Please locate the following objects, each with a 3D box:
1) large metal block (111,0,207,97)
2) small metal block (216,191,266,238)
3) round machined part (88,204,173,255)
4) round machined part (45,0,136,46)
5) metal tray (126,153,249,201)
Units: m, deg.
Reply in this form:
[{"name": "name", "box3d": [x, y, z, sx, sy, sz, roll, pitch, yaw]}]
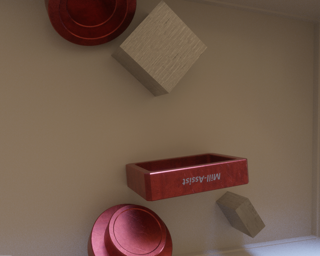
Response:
[{"name": "large metal block", "box3d": [-0.002, -0.098, 0.397, 0.080, 0.050, 0.080, 42, 77, -16]}, {"name": "small metal block", "box3d": [0.114, 0.122, 0.441, 0.025, 0.050, 0.050, -37, 102, -16]}, {"name": "round machined part", "box3d": [-0.031, 0.130, 0.361, 0.099, 0.098, 0.042, 7, 131, -20]}, {"name": "round machined part", "box3d": [-0.080, -0.146, 0.353, 0.099, 0.097, 0.042, -14, 57, -20]}, {"name": "metal tray", "box3d": [0.032, 0.057, 0.388, 0.131, 0.090, 0.030, -5, 92, -20]}]
